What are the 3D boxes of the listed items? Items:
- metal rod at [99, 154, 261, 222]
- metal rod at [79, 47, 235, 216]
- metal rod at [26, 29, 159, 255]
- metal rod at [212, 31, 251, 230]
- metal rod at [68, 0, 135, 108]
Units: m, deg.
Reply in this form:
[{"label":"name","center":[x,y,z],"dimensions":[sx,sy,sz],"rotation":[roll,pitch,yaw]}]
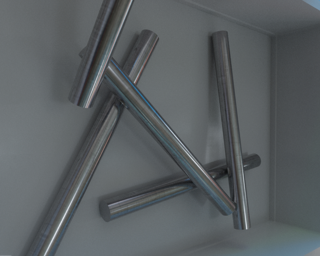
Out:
[{"label":"metal rod","center":[0.052,0.076,0.450],"dimensions":[0.302,0.025,0.025],"rotation":[-9,96,-40]},{"label":"metal rod","center":[0.014,0.018,0.383],"dimensions":[0.300,0.025,0.025],"rotation":[49,61,-29]},{"label":"metal rod","center":[-0.069,0.013,0.348],"dimensions":[0.025,0.025,0.300],"rotation":[37,68,-34]},{"label":"metal rod","center":[0.108,0.000,0.473],"dimensions":[0.025,0.025,0.298],"rotation":[-2,84,-40]},{"label":"metal rod","center":[-0.017,-0.152,0.259],"dimensions":[0.025,0.025,0.298],"rotation":[9,115,-40]}]
